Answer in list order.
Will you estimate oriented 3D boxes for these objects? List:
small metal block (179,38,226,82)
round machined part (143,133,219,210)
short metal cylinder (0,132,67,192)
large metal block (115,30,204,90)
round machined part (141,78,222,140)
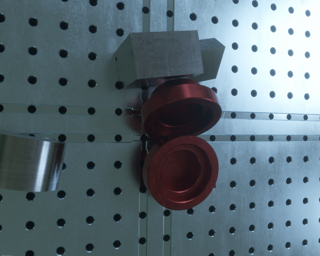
[{"bbox_3d":[0.054,-0.090,0.415,0.050,0.025,0.050,-15,138,-25],"label":"small metal block"},{"bbox_3d":[0.024,0.054,0.407,0.099,0.042,0.097,-4,100,-21],"label":"round machined part"},{"bbox_3d":[-0.145,0.034,0.330,0.081,0.080,0.050,12,86,-20],"label":"short metal cylinder"},{"bbox_3d":[-0.004,-0.082,0.381,0.081,0.080,0.050,-9,92,-20],"label":"large metal block"},{"bbox_3d":[0.025,-0.026,0.391,0.099,0.097,0.042,1,58,-20],"label":"round machined part"}]
